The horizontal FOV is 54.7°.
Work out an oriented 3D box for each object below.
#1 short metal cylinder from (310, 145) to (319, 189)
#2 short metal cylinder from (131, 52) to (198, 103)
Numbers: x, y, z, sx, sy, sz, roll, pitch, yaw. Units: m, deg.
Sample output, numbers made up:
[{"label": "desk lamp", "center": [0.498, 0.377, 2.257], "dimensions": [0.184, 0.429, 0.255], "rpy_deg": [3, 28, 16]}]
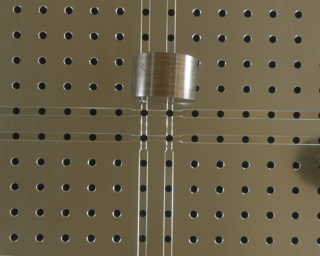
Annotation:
[{"label": "short metal cylinder", "center": [0.247, 0.054, 0.403], "dimensions": [0.081, 0.050, 0.079], "rpy_deg": [0, 90, 0]}, {"label": "short metal cylinder", "center": [0.006, -0.060, 0.386], "dimensions": [0.081, 0.080, 0.050], "rpy_deg": [3, 90, 0]}]
